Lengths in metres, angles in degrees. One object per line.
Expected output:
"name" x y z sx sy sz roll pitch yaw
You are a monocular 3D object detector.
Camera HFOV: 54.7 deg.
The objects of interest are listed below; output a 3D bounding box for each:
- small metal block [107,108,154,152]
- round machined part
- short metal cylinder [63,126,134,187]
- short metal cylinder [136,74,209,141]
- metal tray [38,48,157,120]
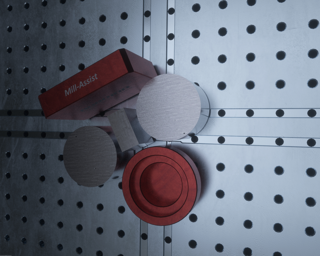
"small metal block" -0.038 0.002 0.408 0.025 0.050 0.050 -27 81 18
"round machined part" 0.005 0.071 0.397 0.098 0.042 0.097 0 90 19
"short metal cylinder" -0.083 0.037 0.424 0.080 0.050 0.079 0 90 20
"short metal cylinder" 0.017 -0.024 0.389 0.080 0.050 0.079 0 90 20
"metal tray" -0.076 -0.050 0.400 0.130 0.090 0.030 -25 82 19
